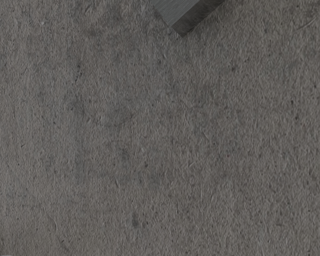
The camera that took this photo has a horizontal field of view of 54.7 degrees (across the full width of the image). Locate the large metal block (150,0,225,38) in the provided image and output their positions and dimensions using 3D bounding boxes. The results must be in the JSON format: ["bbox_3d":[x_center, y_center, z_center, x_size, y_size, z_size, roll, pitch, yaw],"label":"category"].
[{"bbox_3d":[0.029,-0.175,0.386,0.080,0.050,0.080,-39,78,16],"label":"large metal block"}]
